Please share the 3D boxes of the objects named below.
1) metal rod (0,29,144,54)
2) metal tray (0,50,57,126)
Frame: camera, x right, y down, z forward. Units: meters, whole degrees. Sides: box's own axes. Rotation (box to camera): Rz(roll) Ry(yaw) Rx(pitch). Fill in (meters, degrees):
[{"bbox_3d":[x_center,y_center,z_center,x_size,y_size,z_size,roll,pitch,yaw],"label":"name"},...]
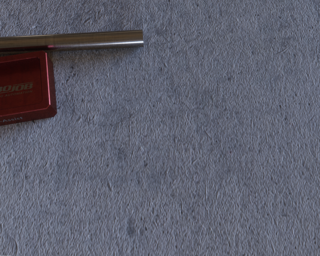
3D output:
[{"bbox_3d":[-0.175,-0.123,0.451,0.302,0.025,0.025,-3,70,-2],"label":"metal rod"},{"bbox_3d":[-0.213,-0.051,0.422,0.131,0.030,0.090,-10,70,-4],"label":"metal tray"}]
